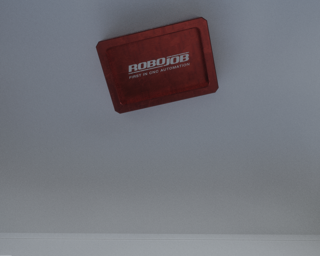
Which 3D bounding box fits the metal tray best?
[{"bbox_3d":[-0.001,-0.076,0.380,0.131,0.030,0.089,-12,110,4],"label":"metal tray"}]
